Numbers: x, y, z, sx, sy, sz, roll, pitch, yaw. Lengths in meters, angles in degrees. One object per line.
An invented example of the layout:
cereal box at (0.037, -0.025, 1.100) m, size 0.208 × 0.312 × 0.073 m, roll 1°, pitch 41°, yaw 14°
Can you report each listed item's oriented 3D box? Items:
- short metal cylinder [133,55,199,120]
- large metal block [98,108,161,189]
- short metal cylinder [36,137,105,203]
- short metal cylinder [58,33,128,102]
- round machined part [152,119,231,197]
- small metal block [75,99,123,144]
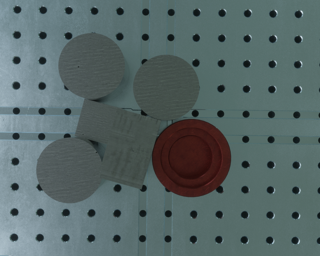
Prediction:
short metal cylinder at (0.008, -0.049, 0.400) m, size 0.081 × 0.050 × 0.080 m, roll 0°, pitch 90°, yaw 0°
large metal block at (-0.034, 0.023, 0.382) m, size 0.050 × 0.080 × 0.080 m, roll 16°, pitch 90°, yaw 0°
short metal cylinder at (-0.109, 0.051, 0.400) m, size 0.081 × 0.050 × 0.080 m, roll 0°, pitch 90°, yaw 0°
short metal cylinder at (-0.083, -0.075, 0.400) m, size 0.081 × 0.050 × 0.080 m, roll 0°, pitch 90°, yaw 0°
round machined part at (0.039, 0.037, 0.405) m, size 0.099 × 0.042 × 0.097 m, roll 0°, pitch 90°, yaw 0°
small metal block at (-0.079, -0.008, 0.412) m, size 0.050 × 0.025 × 0.050 m, roll 15°, pitch 90°, yaw 0°
